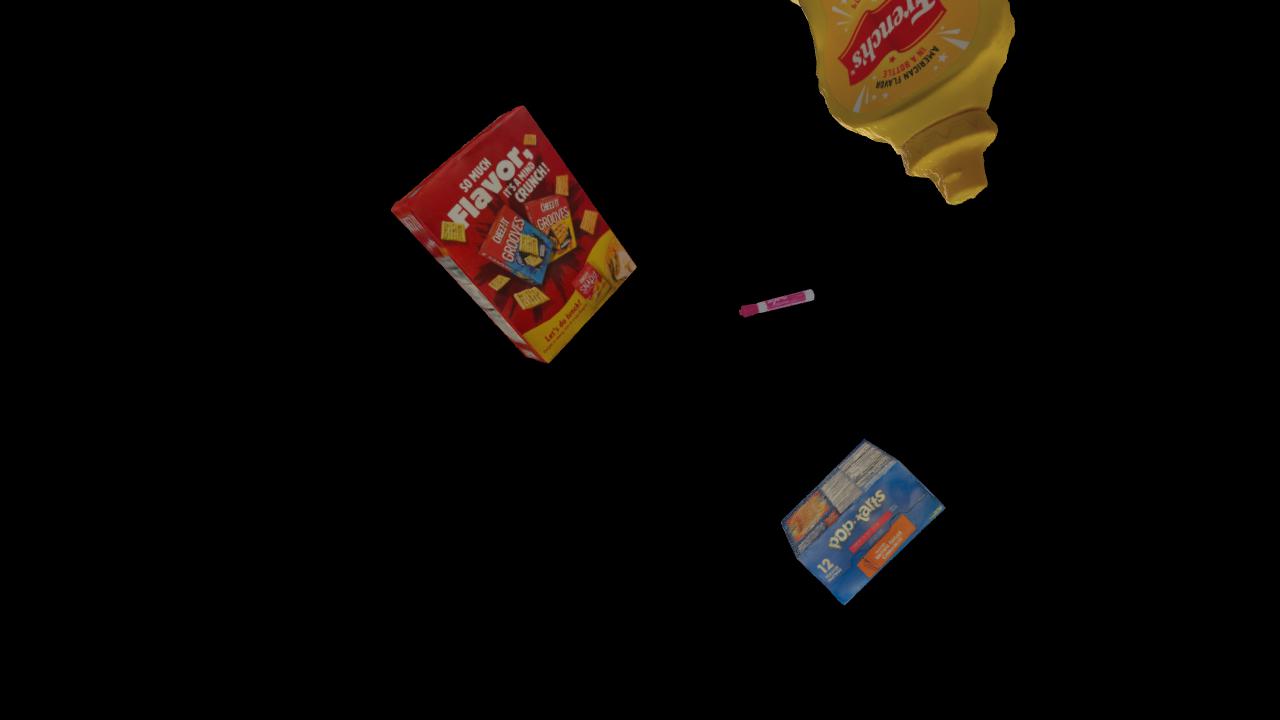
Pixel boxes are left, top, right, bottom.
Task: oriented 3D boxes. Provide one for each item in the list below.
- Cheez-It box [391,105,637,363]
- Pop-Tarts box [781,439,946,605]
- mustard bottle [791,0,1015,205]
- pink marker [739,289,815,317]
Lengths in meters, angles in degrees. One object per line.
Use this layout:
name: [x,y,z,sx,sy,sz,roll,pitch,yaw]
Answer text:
Cheez-It box: [-0.128,-0.131,0.675,0.071,0.166,0.223,11,-35,54]
Pop-Tarts box: [0.273,0.198,0.780,0.083,0.167,0.141,43,5,2]
mustard bottle: [0.132,-0.165,0.310,0.092,0.184,0.054,-23,-8,34]
pink marker: [0.213,-0.088,0.962,0.121,0.020,0.020,-14,2,-6]
